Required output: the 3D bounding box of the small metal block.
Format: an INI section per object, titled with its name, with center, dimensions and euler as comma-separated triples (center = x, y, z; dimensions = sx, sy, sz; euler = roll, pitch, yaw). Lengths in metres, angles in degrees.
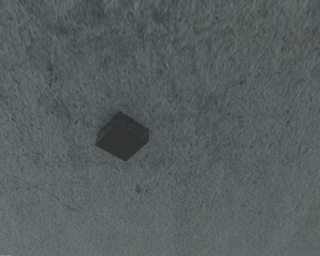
[small metal block]
center = -0.050, 0.012, 0.417
dimensions = 0.050, 0.025, 0.050
euler = 33, 123, -25
